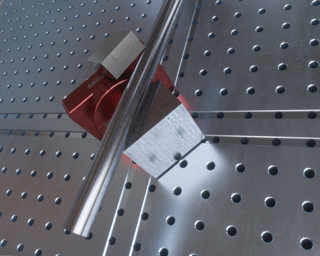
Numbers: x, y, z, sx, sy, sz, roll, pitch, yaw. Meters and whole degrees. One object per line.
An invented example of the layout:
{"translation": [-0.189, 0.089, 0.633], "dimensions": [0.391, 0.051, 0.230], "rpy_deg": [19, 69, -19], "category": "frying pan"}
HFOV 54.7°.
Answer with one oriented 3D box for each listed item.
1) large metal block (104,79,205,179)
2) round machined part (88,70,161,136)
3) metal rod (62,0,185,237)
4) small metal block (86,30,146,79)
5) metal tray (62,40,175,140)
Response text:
{"translation": [-0.004, 0.004, 0.368], "dimensions": [0.080, 0.080, 0.050], "rpy_deg": [-40, 51, 1], "category": "large metal block"}
{"translation": [-0.038, -0.022, 0.398], "dimensions": [0.098, 0.098, 0.042], "rpy_deg": [-41, 51, 0], "category": "round machined part"}
{"translation": [-0.029, -0.034, 0.340], "dimensions": [0.025, 0.025, 0.300], "rpy_deg": [7, 65, 31], "category": "metal rod"}
{"translation": [-0.052, -0.086, 0.362], "dimensions": [0.050, 0.025, 0.050], "rpy_deg": [-50, 33, -10], "category": "small metal block"}
{"translation": [-0.052, -0.045, 0.419], "dimensions": [0.130, 0.090, 0.030], "rpy_deg": [-40, 51, 1], "category": "metal tray"}
